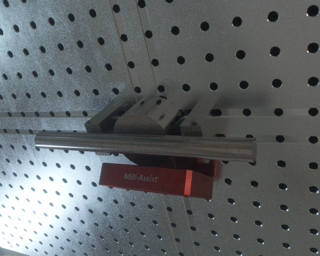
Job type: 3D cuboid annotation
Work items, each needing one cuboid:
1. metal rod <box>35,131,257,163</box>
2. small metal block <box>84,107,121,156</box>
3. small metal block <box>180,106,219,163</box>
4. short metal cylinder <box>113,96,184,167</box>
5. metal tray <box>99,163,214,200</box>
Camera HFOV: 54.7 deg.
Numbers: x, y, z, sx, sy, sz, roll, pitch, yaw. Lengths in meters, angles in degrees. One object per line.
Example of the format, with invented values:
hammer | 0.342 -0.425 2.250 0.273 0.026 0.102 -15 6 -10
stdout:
metal rod | -0.039 0.020 0.379 0.300 0.025 0.025 1 119 28
small metal block | -0.074 0.004 0.437 0.025 0.050 0.050 -1 118 29
small metal block | 0.050 0.007 0.374 0.025 0.050 0.050 -1 118 29
short metal cylinder | -0.013 0.005 0.405 0.080 0.050 0.079 13 124 21
metal tray | -0.004 0.072 0.419 0.130 0.090 0.030 1 76 28
